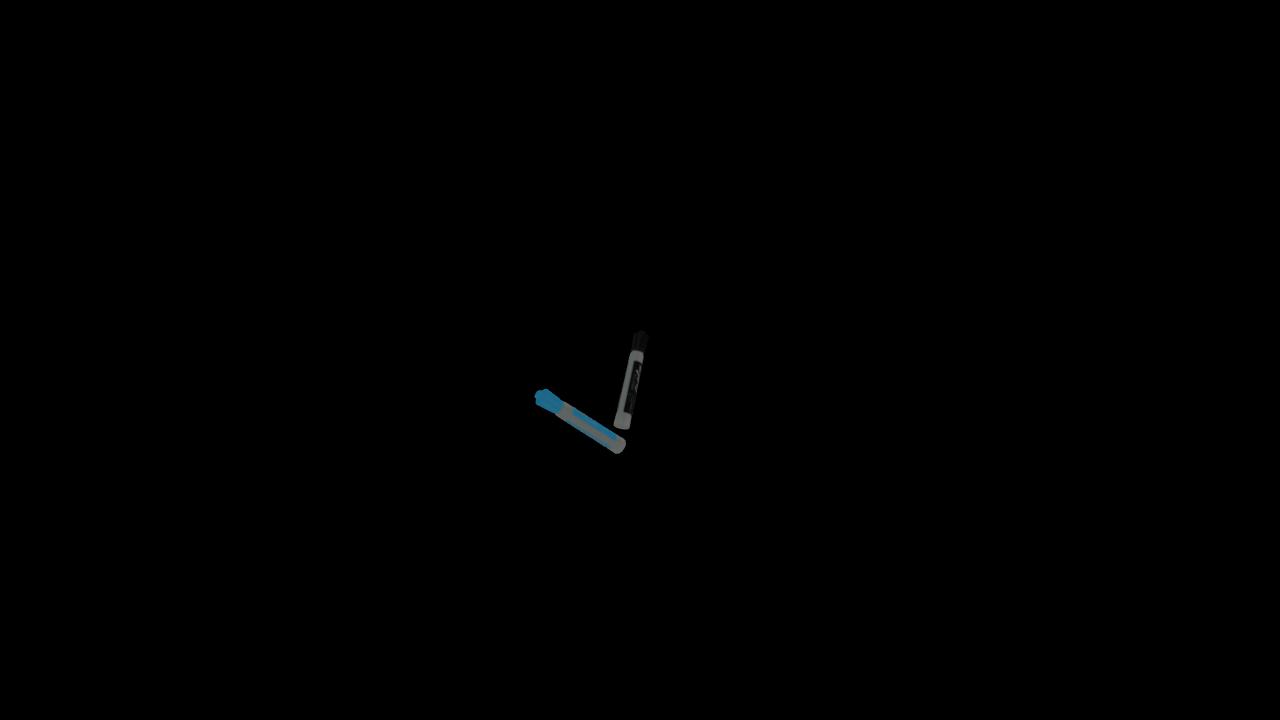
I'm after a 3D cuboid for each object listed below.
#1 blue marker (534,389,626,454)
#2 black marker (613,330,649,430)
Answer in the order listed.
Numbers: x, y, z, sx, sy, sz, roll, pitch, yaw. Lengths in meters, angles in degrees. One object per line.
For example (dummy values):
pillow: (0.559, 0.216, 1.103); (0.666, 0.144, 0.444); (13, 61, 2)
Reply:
blue marker: (-0.062, 0.064, 0.644); (0.121, 0.020, 0.020); (38, -23, -33)
black marker: (-0.009, 0.021, 0.716); (0.020, 0.121, 0.020); (11, -21, 4)
